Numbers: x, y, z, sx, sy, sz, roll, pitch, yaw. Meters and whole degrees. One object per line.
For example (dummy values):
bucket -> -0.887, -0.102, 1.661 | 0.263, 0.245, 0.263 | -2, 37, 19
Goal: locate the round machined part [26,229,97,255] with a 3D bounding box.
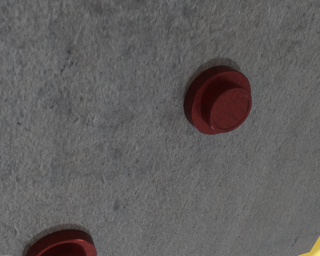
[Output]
round machined part -> -0.139, 0.197, 0.443 | 0.099, 0.042, 0.097 | -14, 125, -21

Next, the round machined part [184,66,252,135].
round machined part -> 0.086, -0.032, 0.425 | 0.099, 0.042, 0.097 | -14, 125, -21
